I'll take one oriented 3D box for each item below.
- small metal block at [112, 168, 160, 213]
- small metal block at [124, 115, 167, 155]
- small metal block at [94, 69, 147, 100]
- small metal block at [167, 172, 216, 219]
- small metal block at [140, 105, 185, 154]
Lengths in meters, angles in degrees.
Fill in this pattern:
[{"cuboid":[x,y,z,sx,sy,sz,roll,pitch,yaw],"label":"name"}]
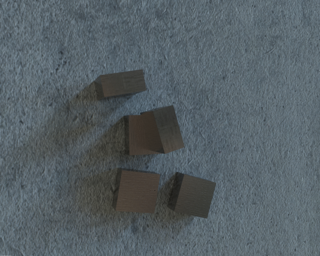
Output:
[{"cuboid":[-0.031,0.080,0.398,0.050,0.025,0.050,10,87,-20],"label":"small metal block"},{"cuboid":[-0.019,0.008,0.402,0.050,0.025,0.050,-1,91,-20],"label":"small metal block"},{"cuboid":[-0.050,-0.052,0.377,0.050,0.050,0.025,-12,94,-20],"label":"small metal block"},{"cuboid":[0.044,0.092,0.425,0.050,0.025,0.050,18,84,-19],"label":"small metal block"},{"cuboid":[0.002,0.001,0.370,0.025,0.050,0.050,-18,96,-19],"label":"small metal block"}]
